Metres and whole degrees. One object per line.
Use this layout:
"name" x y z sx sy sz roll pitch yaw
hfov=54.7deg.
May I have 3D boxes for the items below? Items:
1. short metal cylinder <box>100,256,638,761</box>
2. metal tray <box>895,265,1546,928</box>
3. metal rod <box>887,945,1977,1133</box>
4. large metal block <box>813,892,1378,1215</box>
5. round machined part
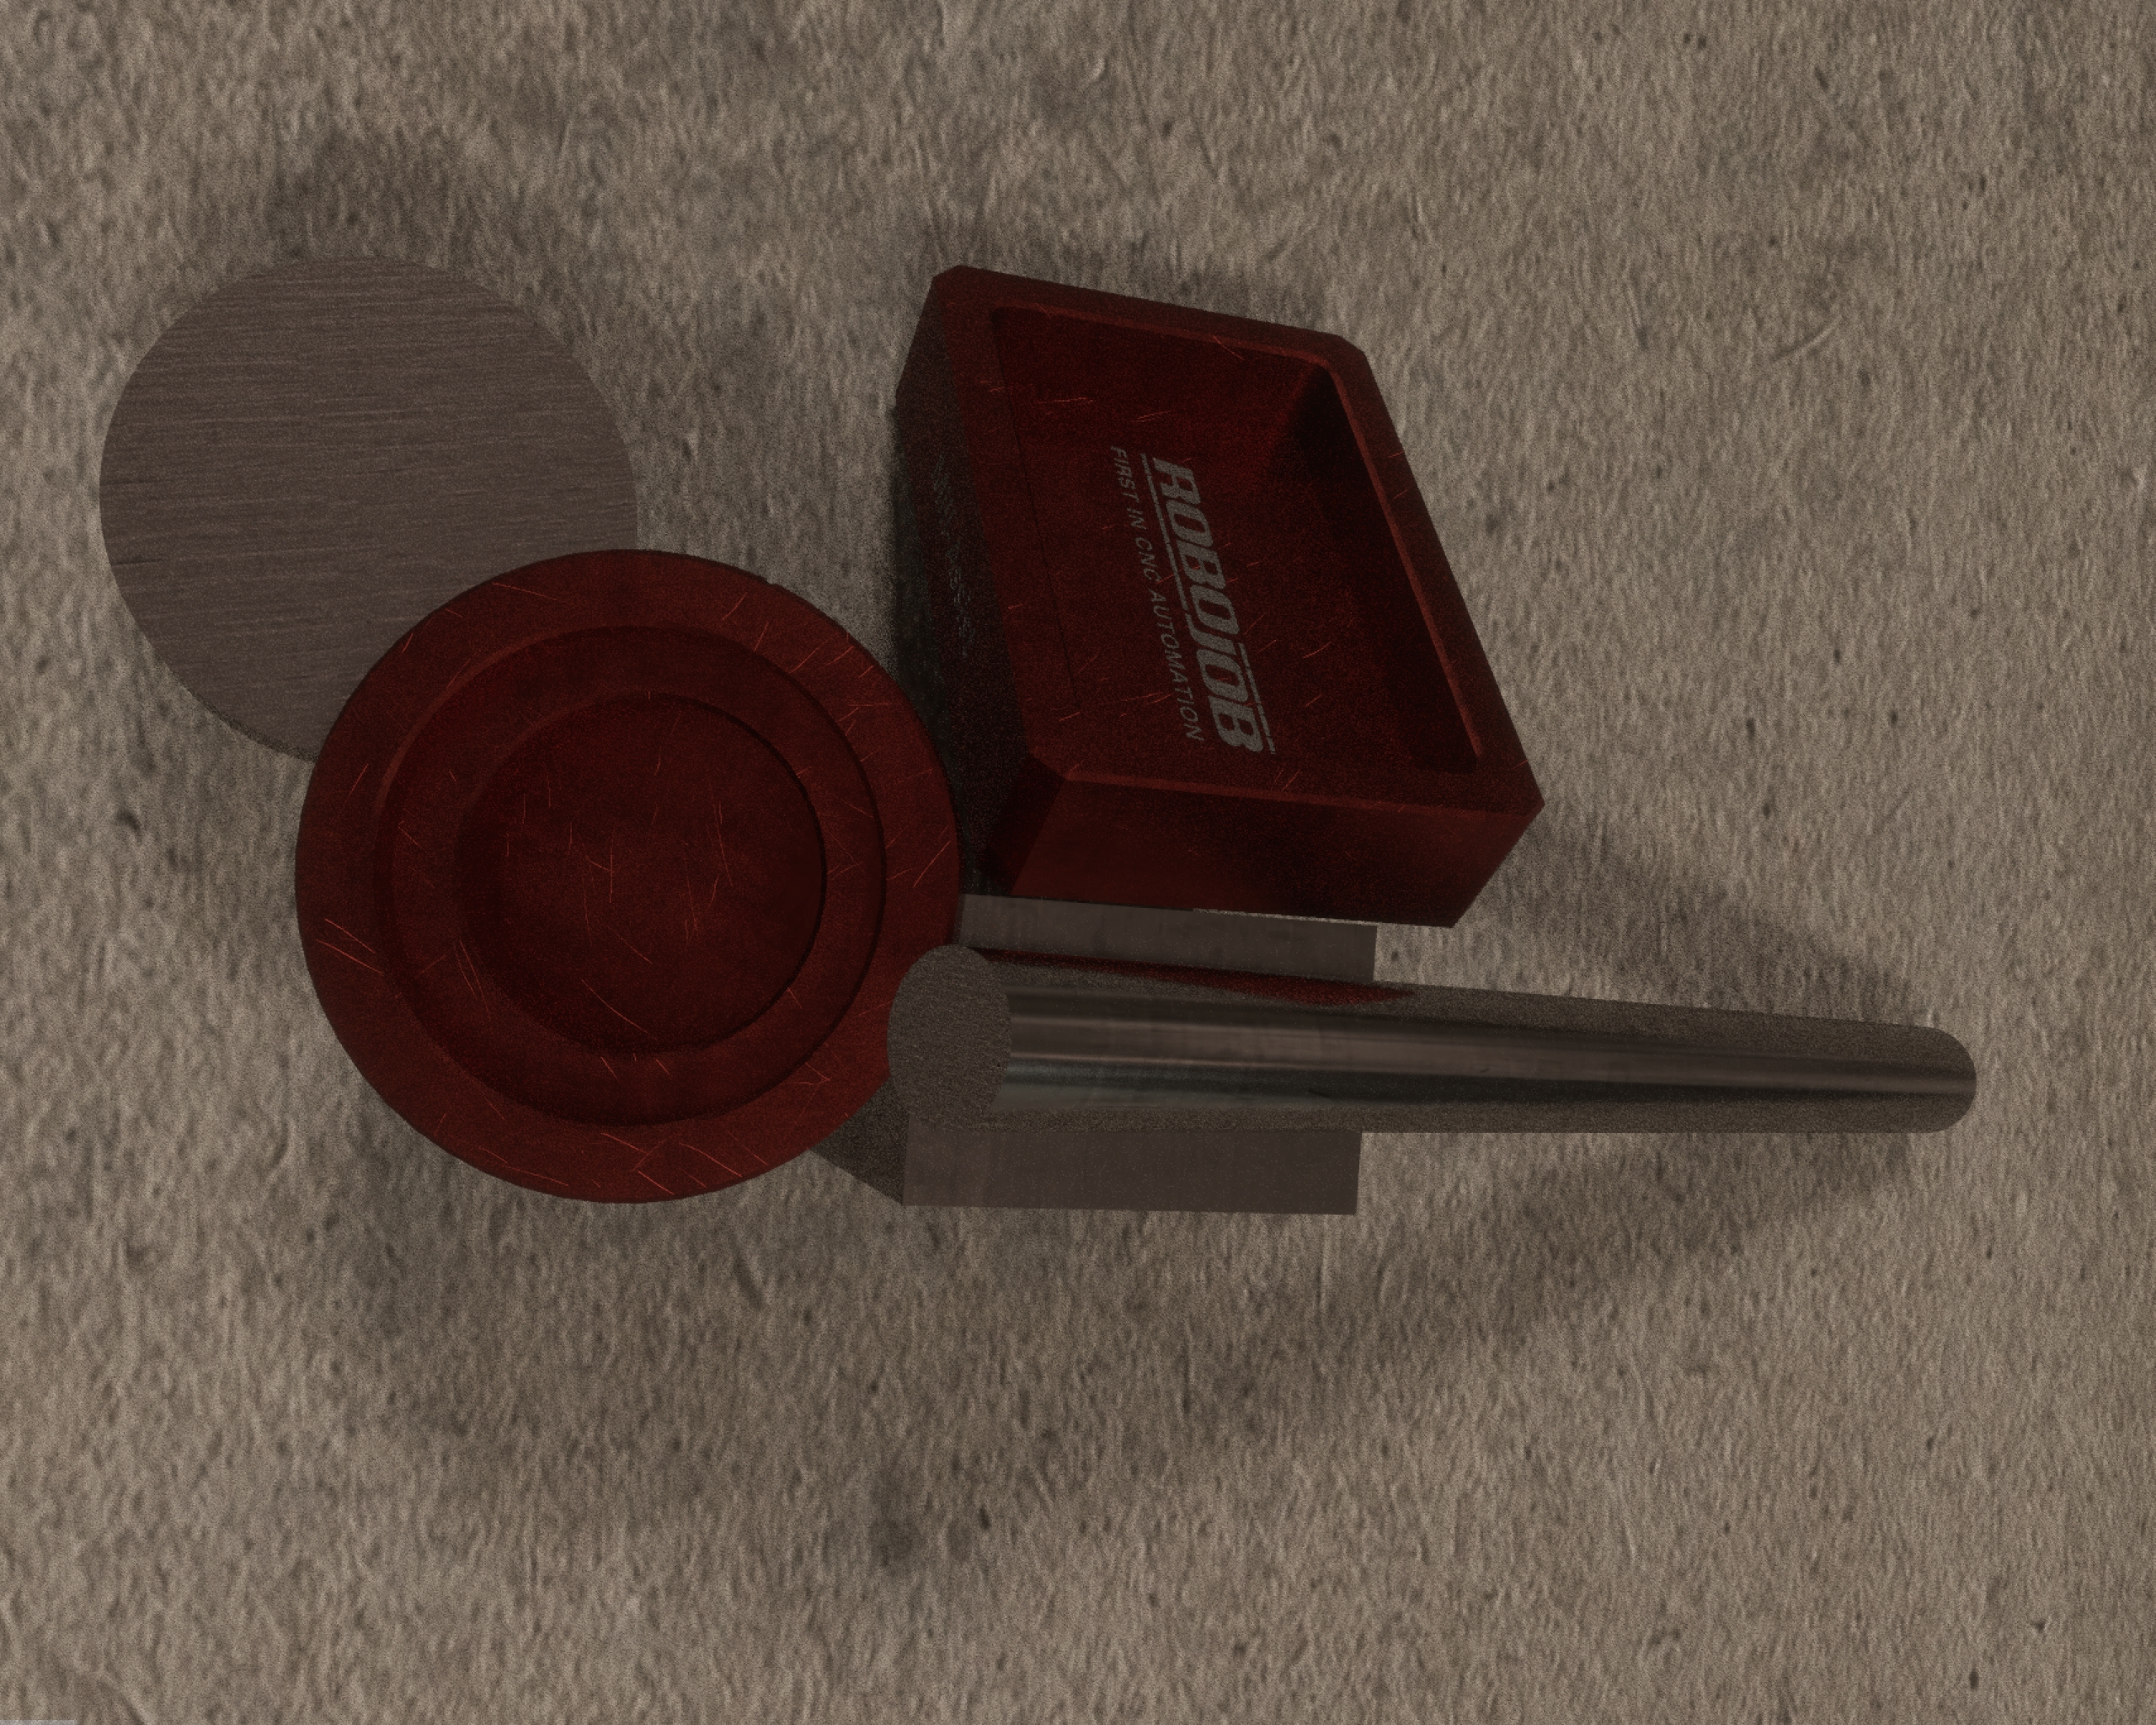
"short metal cylinder" -0.119 -0.056 0.353 0.081 0.050 0.079 0 90 -21
"metal tray" 0.021 -0.050 0.376 0.091 0.030 0.130 5 49 -20
"metal rod" 0.090 0.037 0.382 0.302 0.025 0.025 7 88 -44
"large metal block" -0.002 0.032 0.381 0.081 0.080 0.050 5 89 -20
"round machined part" -0.067 0.002 0.330 0.099 0.042 0.097 0 89 0
